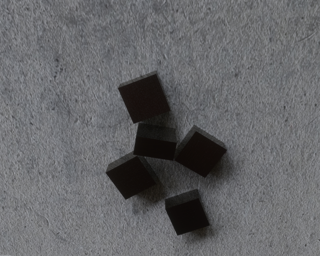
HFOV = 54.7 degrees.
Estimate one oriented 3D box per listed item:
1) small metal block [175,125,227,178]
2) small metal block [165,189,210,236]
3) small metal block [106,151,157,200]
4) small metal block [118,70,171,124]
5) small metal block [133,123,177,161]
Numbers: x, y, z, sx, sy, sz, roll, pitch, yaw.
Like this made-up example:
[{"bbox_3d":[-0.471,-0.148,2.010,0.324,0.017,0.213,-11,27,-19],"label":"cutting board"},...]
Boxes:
[{"bbox_3d":[0.054,0.032,0.422,0.050,0.025,0.050,31,107,-11],"label":"small metal block"},{"bbox_3d":[0.040,0.124,0.456,0.050,0.025,0.050,-20,109,7],"label":"small metal block"},{"bbox_3d":[-0.039,0.064,0.433,0.050,0.025,0.050,-29,108,10],"label":"small metal block"},{"bbox_3d":[-0.019,-0.040,0.395,0.050,0.025,0.050,-20,109,7],"label":"small metal block"},{"bbox_3d":[-0.006,0.017,0.402,0.050,0.050,0.025,9,110,-4],"label":"small metal block"}]
